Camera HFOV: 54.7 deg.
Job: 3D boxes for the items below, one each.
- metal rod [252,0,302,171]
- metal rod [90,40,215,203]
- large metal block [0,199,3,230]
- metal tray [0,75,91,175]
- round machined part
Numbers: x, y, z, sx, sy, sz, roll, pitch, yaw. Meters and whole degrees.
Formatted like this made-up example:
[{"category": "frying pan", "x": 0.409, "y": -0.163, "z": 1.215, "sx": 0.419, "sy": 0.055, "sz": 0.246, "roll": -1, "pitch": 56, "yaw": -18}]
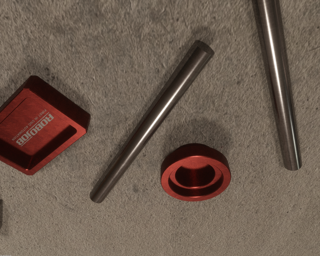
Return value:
[{"category": "metal rod", "x": 0.140, "y": -0.052, "z": 0.364, "sx": 0.025, "sy": 0.025, "sz": 0.299, "roll": -17, "pitch": 129, "yaw": 13}, {"category": "metal rod", "x": -0.027, "y": 0.012, "z": 0.416, "sx": 0.025, "sy": 0.025, "sz": 0.298, "roll": 24, "pitch": 126, "yaw": -19}, {"category": "large metal block", "x": -0.316, "y": 0.157, "z": 0.519, "sx": 0.081, "sy": 0.050, "sz": 0.079, "roll": 14, "pitch": 129, "yaw": -12}, {"category": "metal tray", "x": -0.167, "y": 0.003, "z": 0.403, "sx": 0.130, "sy": 0.030, "sz": 0.090, "roll": -35, "pitch": 123, "yaw": 25}, {"category": "round machined part", "x": 0.050, "y": 0.060, "z": 0.448, "sx": 0.099, "sy": 0.042, "sz": 0.097, "roll": -1, "pitch": 130, "yaw": 0}]
